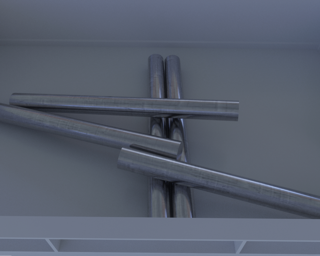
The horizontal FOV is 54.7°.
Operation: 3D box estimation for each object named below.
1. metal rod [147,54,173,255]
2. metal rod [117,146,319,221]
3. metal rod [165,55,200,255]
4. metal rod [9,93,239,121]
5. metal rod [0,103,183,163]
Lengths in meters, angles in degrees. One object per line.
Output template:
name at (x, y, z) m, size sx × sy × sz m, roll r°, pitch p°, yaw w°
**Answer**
metal rod at (-0.003, 0.007, 0.395) m, size 0.025 × 0.025 × 0.300 m, roll -1°, pitch 50°, yaw -1°
metal rod at (0.104, 0.068, 0.325) m, size 0.302 × 0.025 × 0.025 m, roll 14°, pitch 51°, yaw 4°
metal rod at (0.023, 0.009, 0.394) m, size 0.025 × 0.025 × 0.300 m, roll -1°, pitch 50°, yaw -1°
metal rod at (-0.053, -0.028, 0.401) m, size 0.301 × 0.025 × 0.025 m, roll 3°, pitch 50°, yaw 11°
metal rod at (-0.119, -0.002, 0.387) m, size 0.301 × 0.025 × 0.025 m, roll 12°, pitch 51°, yaw 16°
